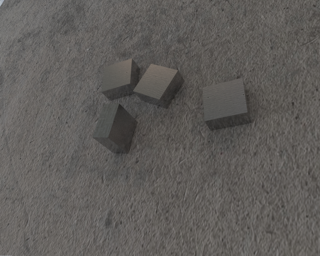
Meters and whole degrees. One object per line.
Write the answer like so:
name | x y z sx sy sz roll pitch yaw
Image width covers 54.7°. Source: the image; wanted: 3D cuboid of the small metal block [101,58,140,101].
small metal block | -0.061 -0.075 0.482 0.050 0.025 0.050 -13 56 21

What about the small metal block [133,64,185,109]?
small metal block | -0.002 -0.060 0.442 0.050 0.025 0.050 22 73 36

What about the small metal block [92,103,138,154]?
small metal block | -0.059 0.002 0.418 0.025 0.050 0.050 0 62 28

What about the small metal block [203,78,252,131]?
small metal block | 0.081 -0.028 0.379 0.050 0.025 0.050 -12 57 21
